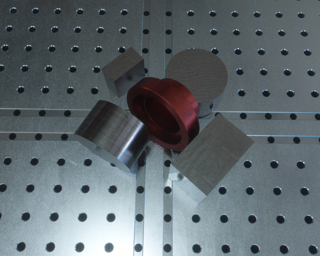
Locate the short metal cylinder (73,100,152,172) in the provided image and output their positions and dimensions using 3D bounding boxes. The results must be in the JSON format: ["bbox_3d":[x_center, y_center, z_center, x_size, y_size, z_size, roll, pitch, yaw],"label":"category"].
[{"bbox_3d":[-0.057,0.010,0.378,0.080,0.080,0.050,29,73,10],"label":"short metal cylinder"}]

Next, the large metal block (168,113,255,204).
[{"bbox_3d":[0.057,0.040,0.369,0.050,0.080,0.080,42,75,13],"label":"large metal block"}]

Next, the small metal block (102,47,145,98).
[{"bbox_3d":[-0.048,-0.075,0.425,0.050,0.050,0.025,-40,75,-13],"label":"small metal block"}]

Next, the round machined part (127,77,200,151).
[{"bbox_3d":[0.009,-0.022,0.381,0.098,0.098,0.042,39,62,12],"label":"round machined part"}]

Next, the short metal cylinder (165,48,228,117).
[{"bbox_3d":[0.047,-0.060,0.420,0.081,0.050,0.080,0,70,0],"label":"short metal cylinder"}]
